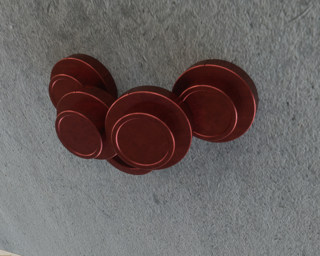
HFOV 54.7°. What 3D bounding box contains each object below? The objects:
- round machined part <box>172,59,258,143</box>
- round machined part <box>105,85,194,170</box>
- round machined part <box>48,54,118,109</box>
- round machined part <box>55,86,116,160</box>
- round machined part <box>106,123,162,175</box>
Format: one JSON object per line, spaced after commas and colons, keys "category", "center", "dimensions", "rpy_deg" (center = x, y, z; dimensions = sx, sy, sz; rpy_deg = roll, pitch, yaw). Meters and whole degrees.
{"category": "round machined part", "center": [0.057, -0.024, 0.350], "dimensions": [0.098, 0.042, 0.097], "rpy_deg": [13, 124, 20]}
{"category": "round machined part", "center": [-0.014, 0.006, 0.340], "dimensions": [0.098, 0.042, 0.097], "rpy_deg": [5, 117, 10]}
{"category": "round machined part", "center": [-0.111, -0.048, 0.423], "dimensions": [0.098, 0.042, 0.097], "rpy_deg": [13, 124, 20]}
{"category": "round machined part", "center": [-0.090, 0.000, 0.388], "dimensions": [0.098, 0.042, 0.097], "rpy_deg": [13, 124, 20]}
{"category": "round machined part", "center": [-0.036, 0.013, 0.423], "dimensions": [0.098, 0.042, 0.097], "rpy_deg": [13, 124, 20]}
